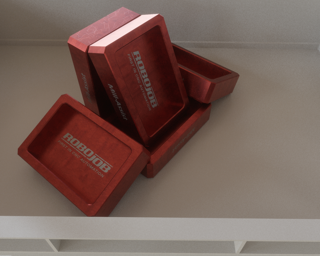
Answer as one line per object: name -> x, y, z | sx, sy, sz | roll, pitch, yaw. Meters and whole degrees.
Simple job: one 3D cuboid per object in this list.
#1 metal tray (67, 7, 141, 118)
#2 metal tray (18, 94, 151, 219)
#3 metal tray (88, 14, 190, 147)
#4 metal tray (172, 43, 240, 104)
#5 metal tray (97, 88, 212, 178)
metal tray -> -0.059, -0.073, 0.394 | 0.030, 0.129, 0.090 | 32, 57, 25
metal tray -> -0.088, 0.029, 0.352 | 0.130, 0.030, 0.090 | 33, 81, 24
metal tray -> -0.017, -0.054, 0.364 | 0.030, 0.129, 0.090 | 15, 47, 43
metal tray -> 0.038, -0.085, 0.449 | 0.130, 0.030, 0.091 | 32, 31, 23
metal tray -> -0.005, -0.007, 0.405 | 0.090, 0.030, 0.131 | 32, 57, 23
